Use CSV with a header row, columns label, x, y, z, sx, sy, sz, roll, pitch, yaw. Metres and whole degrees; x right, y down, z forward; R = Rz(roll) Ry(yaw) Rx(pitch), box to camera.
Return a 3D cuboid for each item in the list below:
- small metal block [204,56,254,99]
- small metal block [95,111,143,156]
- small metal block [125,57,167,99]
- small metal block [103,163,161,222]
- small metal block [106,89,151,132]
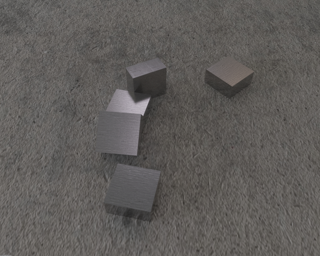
label,x,y,z,sx,sy,sz,roll,pitch,yaw
small metal block,0.104,-0.078,0.469,0.050,0.025,0.050,-34,58,-25
small metal block,-0.049,0.007,0.381,0.050,0.025,0.050,5,86,4
small metal block,-0.019,-0.067,0.443,0.050,0.050,0.025,-21,53,-17
small metal block,-0.029,0.071,0.343,0.050,0.025,0.050,9,51,7
small metal block,-0.042,-0.023,0.422,0.050,0.025,0.050,11,51,9
